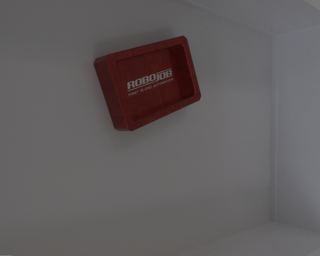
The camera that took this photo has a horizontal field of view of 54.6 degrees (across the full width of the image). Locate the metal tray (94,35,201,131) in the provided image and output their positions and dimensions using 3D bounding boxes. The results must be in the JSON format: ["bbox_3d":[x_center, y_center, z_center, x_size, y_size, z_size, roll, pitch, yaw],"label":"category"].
[{"bbox_3d":[-0.009,-0.059,0.394,0.131,0.030,0.090,-26,106,-37],"label":"metal tray"}]
